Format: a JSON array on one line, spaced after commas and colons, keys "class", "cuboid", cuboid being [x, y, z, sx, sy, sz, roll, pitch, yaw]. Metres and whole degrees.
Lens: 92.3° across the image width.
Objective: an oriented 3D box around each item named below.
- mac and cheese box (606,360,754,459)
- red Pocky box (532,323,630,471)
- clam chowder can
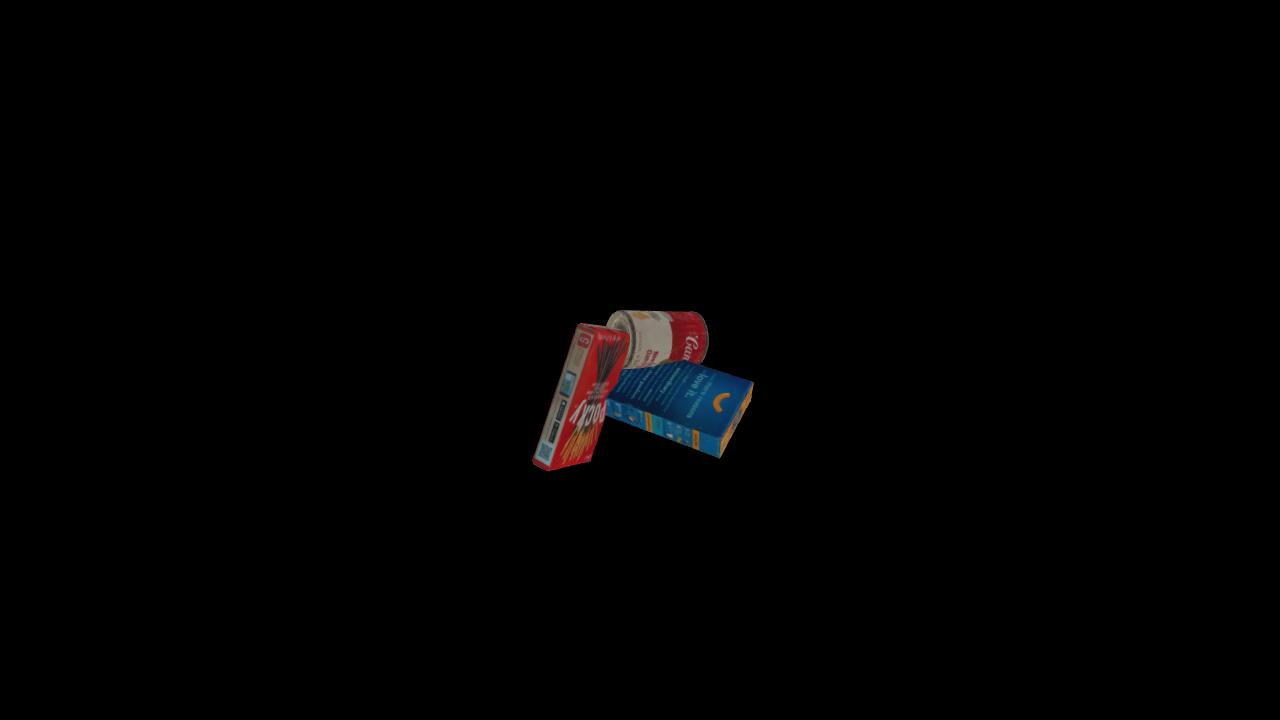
[{"class": "mac and cheese box", "cuboid": [0.023, 0.036, 0.686, 0.184, 0.041, 0.093, 19, 47, 22]}, {"class": "red Pocky box", "cuboid": [-0.058, 0.039, 0.649, 0.028, 0.155, 0.083, 23, 10, 24]}, {"class": "clam chowder can", "cuboid": [0.019, -0.024, 0.707, 0.102, 0.068, 0.068, -1, 0, -30]}]
